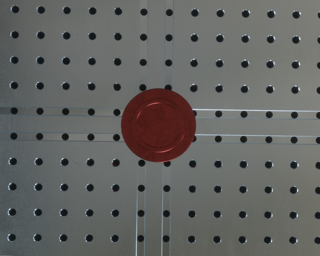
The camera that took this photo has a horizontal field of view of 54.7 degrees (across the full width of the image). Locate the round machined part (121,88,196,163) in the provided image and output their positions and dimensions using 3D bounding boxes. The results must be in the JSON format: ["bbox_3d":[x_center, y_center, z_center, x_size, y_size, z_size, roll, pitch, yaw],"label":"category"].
[{"bbox_3d":[-0.002,-0.003,0.404,0.099,0.042,0.097,0,90,-1],"label":"round machined part"}]
